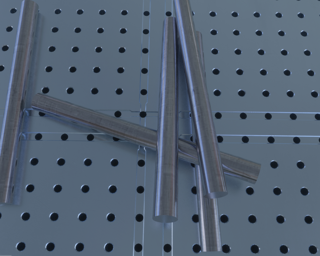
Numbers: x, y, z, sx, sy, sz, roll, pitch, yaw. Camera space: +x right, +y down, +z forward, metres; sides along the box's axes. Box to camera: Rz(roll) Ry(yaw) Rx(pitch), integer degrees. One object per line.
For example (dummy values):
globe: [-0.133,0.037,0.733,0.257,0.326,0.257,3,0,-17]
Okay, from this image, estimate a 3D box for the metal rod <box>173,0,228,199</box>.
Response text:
metal rod: [0.045,-0.060,0.395,0.025,0.025,0.299,-5,61,-2]

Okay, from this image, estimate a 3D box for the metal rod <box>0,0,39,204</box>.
metal rod: [-0.196,-0.049,0.427,0.025,0.025,0.299,-1,70,-1]

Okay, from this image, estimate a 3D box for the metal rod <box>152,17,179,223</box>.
metal rod: [0.011,-0.035,0.388,0.025,0.025,0.300,2,56,0]

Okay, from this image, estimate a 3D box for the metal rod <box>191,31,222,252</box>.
metal rod: [0.055,0.003,0.411,0.025,0.025,0.299,-2,70,-1]

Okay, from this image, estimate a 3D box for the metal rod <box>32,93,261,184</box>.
metal rod: [-0.027,0.009,0.391,0.301,0.025,0.025,18,71,12]
